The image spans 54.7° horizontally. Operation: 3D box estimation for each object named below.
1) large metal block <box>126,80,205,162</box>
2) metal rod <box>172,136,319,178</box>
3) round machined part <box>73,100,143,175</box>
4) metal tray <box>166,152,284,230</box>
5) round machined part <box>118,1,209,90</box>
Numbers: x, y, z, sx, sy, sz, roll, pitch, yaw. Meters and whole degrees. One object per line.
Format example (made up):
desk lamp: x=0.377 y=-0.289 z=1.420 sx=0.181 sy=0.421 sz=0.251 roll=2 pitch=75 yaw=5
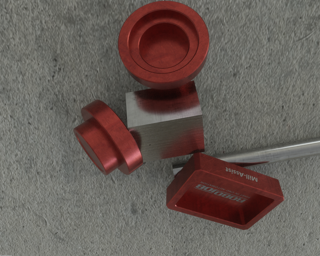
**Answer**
large metal block: x=0.008 y=-0.005 z=0.375 sx=0.080 sy=0.050 sz=0.080 roll=-10 pitch=145 yaw=3
metal rod: x=0.167 y=0.033 z=0.424 sx=0.302 sy=0.025 sz=0.025 roll=-10 pitch=110 yaw=3
round machined part: x=-0.067 y=0.018 z=0.373 sx=0.042 sy=0.098 sz=0.098 roll=-36 pitch=110 yaw=-20
metal tray: x=0.085 y=0.089 z=0.417 sx=0.131 sy=0.030 sz=0.089 roll=20 pitch=129 yaw=-15
round machined part: x=0.005 y=-0.090 z=0.352 sx=0.099 sy=0.042 sz=0.098 roll=-1 pitch=77 yaw=5
